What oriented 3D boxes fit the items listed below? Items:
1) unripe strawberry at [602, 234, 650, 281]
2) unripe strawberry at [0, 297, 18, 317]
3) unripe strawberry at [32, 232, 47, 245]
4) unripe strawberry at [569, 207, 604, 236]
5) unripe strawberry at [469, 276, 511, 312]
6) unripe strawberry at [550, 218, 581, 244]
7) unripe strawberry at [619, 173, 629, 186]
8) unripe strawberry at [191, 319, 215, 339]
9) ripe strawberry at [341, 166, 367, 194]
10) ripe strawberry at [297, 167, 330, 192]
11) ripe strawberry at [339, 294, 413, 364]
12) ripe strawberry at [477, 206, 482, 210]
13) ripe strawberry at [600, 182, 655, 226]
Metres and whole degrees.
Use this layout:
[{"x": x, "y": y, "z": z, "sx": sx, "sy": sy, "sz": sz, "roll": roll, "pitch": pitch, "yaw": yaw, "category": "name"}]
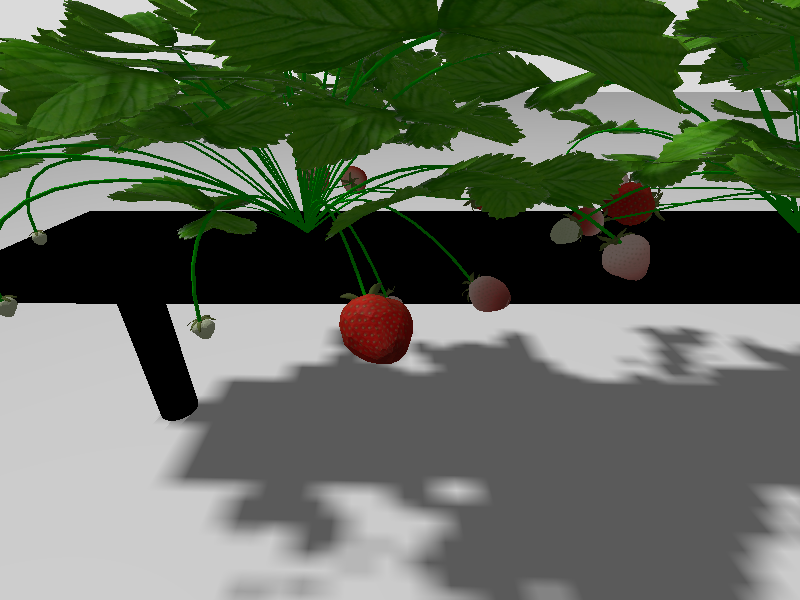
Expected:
[{"x": 0.159, "y": -0.028, "z": 0.279, "sx": 0.032, "sy": 0.033, "sz": 0.030, "roll": -35, "pitch": 10, "yaw": 34, "category": "unripe strawberry"}, {"x": -0.218, "y": 0.004, "z": 0.222, "sx": 0.010, "sy": 0.011, "sz": 0.011, "roll": 22, "pitch": 36, "yaw": 34, "category": "unripe strawberry"}, {"x": -0.297, "y": -0.050, "z": 0.330, "sx": 0.010, "sy": 0.011, "sz": 0.011, "roll": -5, "pitch": 30, "yaw": -9, "category": "unripe strawberry"}, {"x": 0.163, "y": -0.069, "z": 0.353, "sx": 0.026, "sy": 0.026, "sz": 0.029, "roll": -2, "pitch": 29, "yaw": -2, "category": "unripe strawberry"}, {"x": 0.054, "y": -0.003, "z": 0.239, "sx": 0.024, "sy": 0.021, "sz": 0.024, "roll": -26, "pitch": 42, "yaw": -38, "category": "unripe strawberry"}, {"x": 0.137, "y": -0.056, "z": 0.334, "sx": 0.022, "sy": 0.022, "sz": 0.024, "roll": -33, "pitch": 29, "yaw": 10, "category": "unripe strawberry"}, {"x": 0.226, "y": -0.128, "z": 0.443, "sx": 0.045, "sy": 0.038, "sz": 0.045, "roll": 19, "pitch": 34, "yaw": 31, "category": "unripe strawberry"}, {"x": -0.100, "y": 0.015, "z": 0.205, "sx": 0.011, "sy": 0.011, "sz": 0.010, "roll": 2, "pitch": 29, "yaw": 4, "category": "unripe strawberry"}, {"x": -0.054, "y": -0.146, "z": 0.486, "sx": 0.031, "sy": 0.033, "sz": 0.034, "roll": 6, "pitch": 29, "yaw": 10, "category": "ripe strawberry"}, {"x": -0.105, "y": -0.152, "z": 0.489, "sx": 0.039, "sy": 0.041, "sz": 0.042, "roll": -4, "pitch": 29, "yaw": -7, "category": "ripe strawberry"}, {"x": -0.010, "y": 0.015, "z": 0.195, "sx": 0.037, "sy": 0.032, "sz": 0.037, "roll": -11, "pitch": 44, "yaw": -19, "category": "ripe strawberry"}, {"x": 0.091, "y": -0.106, "z": 0.415, "sx": 0.032, "sy": 0.028, "sz": 0.032, "roll": -10, "pitch": 31, "yaw": -18, "category": "ripe strawberry"}, {"x": 0.214, "y": -0.092, "z": 0.378, "sx": 0.045, "sy": 0.038, "sz": 0.044, "roll": 4, "pitch": 29, "yaw": 9, "category": "ripe strawberry"}]
